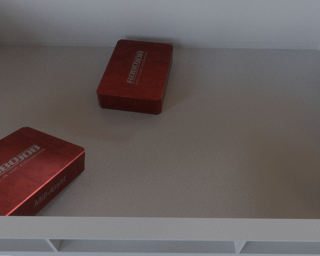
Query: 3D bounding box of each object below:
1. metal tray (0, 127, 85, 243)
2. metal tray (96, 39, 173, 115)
[{"bbox_3d":[-0.153,0.050,0.328,0.090,0.030,0.131,19,31,15],"label":"metal tray"},{"bbox_3d":[-0.033,-0.081,0.470,0.090,0.030,0.130,7,50,5],"label":"metal tray"}]
